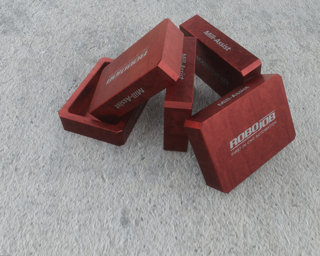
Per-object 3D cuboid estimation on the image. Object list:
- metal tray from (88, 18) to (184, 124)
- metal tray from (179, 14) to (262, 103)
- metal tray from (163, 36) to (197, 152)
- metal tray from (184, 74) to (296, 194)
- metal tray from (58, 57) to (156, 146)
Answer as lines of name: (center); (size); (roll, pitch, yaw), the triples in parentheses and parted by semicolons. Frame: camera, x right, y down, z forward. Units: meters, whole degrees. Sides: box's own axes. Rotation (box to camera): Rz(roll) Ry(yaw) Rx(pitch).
metal tray: (-0.031, -0.068, 0.388); (0.130, 0.030, 0.090); (-28, 38, 36)
metal tray: (0.083, -0.090, 0.436); (0.030, 0.090, 0.130); (-35, 57, -9)
metal tray: (0.026, -0.046, 0.401); (0.030, 0.089, 0.130); (5, 51, 4)
metal tray: (0.098, 0.003, 0.361); (0.131, 0.090, 0.030); (-32, 22, -24)
metal tray: (-0.068, -0.042, 0.436); (0.090, 0.030, 0.130); (16, 52, 12)
